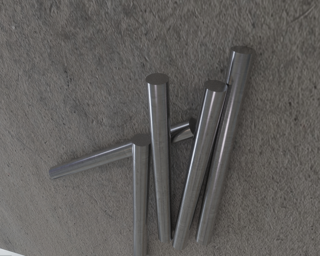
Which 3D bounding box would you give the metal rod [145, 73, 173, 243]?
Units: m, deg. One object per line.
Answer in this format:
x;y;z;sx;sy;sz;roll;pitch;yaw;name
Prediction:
0.003;0.064;0.419;0.025;0.025;0.298;14;132;20;metal rod

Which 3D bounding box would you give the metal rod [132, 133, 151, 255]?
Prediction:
-0.030;0.130;0.485;0.025;0.025;0.298;18;131;17;metal rod

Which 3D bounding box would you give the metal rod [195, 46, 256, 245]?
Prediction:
0.075;0.045;0.394;0.025;0.025;0.298;17;125;19;metal rod

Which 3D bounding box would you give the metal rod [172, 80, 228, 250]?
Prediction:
0.045;0.072;0.414;0.025;0.025;0.298;20;130;16;metal rod

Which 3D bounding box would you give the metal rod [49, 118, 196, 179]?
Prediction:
-0.072;0.040;0.469;0.300;0.025;0.025;-19;108;35;metal rod
